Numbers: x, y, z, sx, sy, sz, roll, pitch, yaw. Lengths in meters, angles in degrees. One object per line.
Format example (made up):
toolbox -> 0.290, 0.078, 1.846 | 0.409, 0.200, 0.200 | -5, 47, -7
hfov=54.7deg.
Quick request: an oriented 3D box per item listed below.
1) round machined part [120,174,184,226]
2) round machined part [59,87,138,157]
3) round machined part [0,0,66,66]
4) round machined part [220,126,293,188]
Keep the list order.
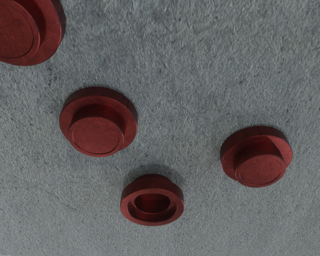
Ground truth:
round machined part -> -0.012, 0.110, 0.489 | 0.099, 0.042, 0.097 | 0, 130, 0
round machined part -> -0.078, -0.001, 0.395 | 0.099, 0.042, 0.097 | 0, 130, 0
round machined part -> -0.148, -0.104, 0.306 | 0.099, 0.042, 0.097 | 0, 130, 0
round machined part -> 0.137, 0.047, 0.437 | 0.099, 0.042, 0.097 | 0, 130, 0
